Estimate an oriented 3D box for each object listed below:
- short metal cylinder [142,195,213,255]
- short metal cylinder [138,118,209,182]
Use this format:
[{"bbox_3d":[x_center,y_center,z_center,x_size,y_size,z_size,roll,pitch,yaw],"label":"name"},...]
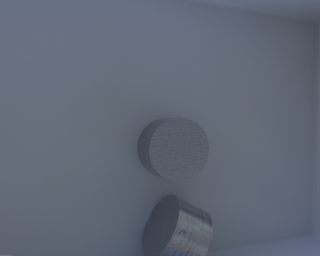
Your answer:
[{"bbox_3d":[0.021,0.132,0.390,0.050,0.080,0.080,30,80,-18],"label":"short metal cylinder"},{"bbox_3d":[0.016,0.027,0.404,0.081,0.050,0.079,0,90,-21],"label":"short metal cylinder"}]
